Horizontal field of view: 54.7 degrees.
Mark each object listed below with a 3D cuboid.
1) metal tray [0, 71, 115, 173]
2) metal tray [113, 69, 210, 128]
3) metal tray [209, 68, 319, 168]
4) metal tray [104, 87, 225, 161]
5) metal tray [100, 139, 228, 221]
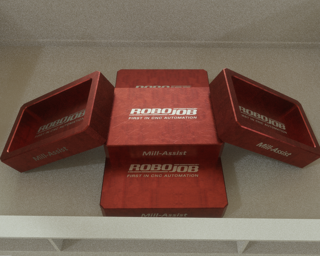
[{"bbox_3d":[-0.119,-0.007,0.365,0.130,0.030,0.090,-18,47,23],"label":"metal tray"},{"bbox_3d":[0.004,-0.043,0.434,0.131,0.030,0.090,0,50,-1],"label":"metal tray"},{"bbox_3d":[0.125,-0.011,0.369,0.131,0.030,0.090,18,46,-23],"label":"metal tray"},{"bbox_3d":[0.004,-0.007,0.366,0.131,0.030,0.090,-1,50,-1],"label":"metal tray"},{"bbox_3d":[0.004,0.056,0.351,0.131,0.030,0.090,0,50,-1],"label":"metal tray"}]
